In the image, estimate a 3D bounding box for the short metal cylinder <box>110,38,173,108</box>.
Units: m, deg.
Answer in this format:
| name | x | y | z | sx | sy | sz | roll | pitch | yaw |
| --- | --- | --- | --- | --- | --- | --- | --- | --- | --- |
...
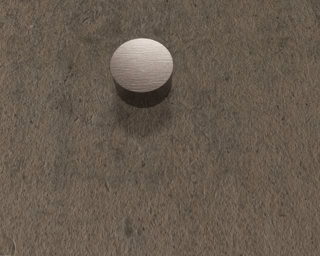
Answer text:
| name | x | y | z | sx | sy | sz | roll | pitch | yaw |
| --- | --- | --- | --- | --- | --- | --- | --- | --- | --- |
| short metal cylinder | -0.024 | -0.073 | 0.421 | 0.081 | 0.050 | 0.080 | 0 | 70 | 0 |
